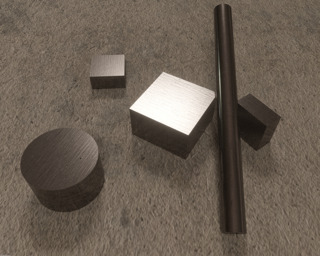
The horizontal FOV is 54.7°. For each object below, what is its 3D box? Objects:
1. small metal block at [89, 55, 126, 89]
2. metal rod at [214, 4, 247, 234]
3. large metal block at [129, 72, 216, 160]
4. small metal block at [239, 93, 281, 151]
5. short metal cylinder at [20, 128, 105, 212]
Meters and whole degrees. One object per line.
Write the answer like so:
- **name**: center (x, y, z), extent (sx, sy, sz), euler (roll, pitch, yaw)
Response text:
- **small metal block**: center (-0.079, -0.086, 0.475), extent (0.050, 0.025, 0.050), euler (-2, 50, -3)
- **metal rod**: center (0.082, -0.029, 0.376), extent (0.025, 0.025, 0.299), euler (2, 66, 1)
- **large metal block**: center (0.018, -0.018, 0.402), extent (0.080, 0.050, 0.080), euler (25, 54, 19)
- **small metal block**: center (0.119, -0.007, 0.395), extent (0.025, 0.050, 0.050), euler (-29, 56, -23)
- **short metal cylinder**: center (-0.106, 0.046, 0.347), extent (0.081, 0.050, 0.080), euler (0, 50, 0)
